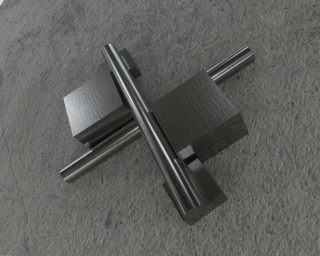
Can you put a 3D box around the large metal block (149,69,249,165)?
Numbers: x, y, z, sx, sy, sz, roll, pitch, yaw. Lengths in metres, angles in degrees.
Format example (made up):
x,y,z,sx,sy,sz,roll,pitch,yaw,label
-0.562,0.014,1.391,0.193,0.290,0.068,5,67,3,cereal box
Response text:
x,y,z,sx,sy,sz,roll,pitch,yaw,label
0.046,-0.010,0.371,0.080,0.050,0.080,-34,51,6,large metal block

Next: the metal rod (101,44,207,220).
x,y,z,sx,sy,sz,roll,pitch,yaw,label
-0.023,-0.020,0.396,0.025,0.025,0.300,-34,51,6,metal rod

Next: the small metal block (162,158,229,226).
x,y,z,sx,sy,sz,roll,pitch,yaw,label
0.038,0.071,0.343,0.050,0.025,0.050,-37,51,3,small metal block

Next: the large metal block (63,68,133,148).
x,y,z,sx,sy,sz,roll,pitch,yaw,label
-0.084,-0.026,0.447,0.080,0.050,0.080,-32,52,7,large metal block

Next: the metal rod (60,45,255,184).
x,y,z,sx,sy,sz,roll,pitch,yaw,label
-0.007,-0.015,0.419,0.300,0.025,0.025,-34,52,6,metal rod

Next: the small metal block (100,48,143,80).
x,y,z,sx,sy,sz,roll,pitch,yaw,label
-0.063,-0.093,0.496,0.050,0.025,0.050,-32,52,7,small metal block
